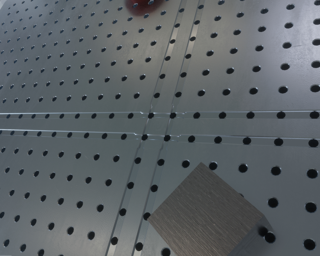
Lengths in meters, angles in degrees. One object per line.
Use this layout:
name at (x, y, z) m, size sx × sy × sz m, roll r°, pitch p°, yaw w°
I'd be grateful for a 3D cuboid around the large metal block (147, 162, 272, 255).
large metal block at (0.049, 0.095, 0.308) m, size 0.080 × 0.050 × 0.080 m, roll -46°, pitch 51°, yaw -4°
